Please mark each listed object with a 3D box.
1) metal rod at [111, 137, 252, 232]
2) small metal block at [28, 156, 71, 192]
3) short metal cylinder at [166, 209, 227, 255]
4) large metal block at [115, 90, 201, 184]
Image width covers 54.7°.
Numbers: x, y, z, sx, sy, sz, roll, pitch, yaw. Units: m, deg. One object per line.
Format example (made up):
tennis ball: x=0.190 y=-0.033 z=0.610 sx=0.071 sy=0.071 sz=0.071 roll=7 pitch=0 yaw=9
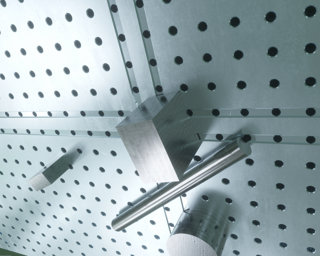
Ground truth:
metal rod: x=0.012 y=0.098 z=0.463 sx=0.025 sy=0.025 sz=0.299 roll=46 pitch=129 yaw=-4
small metal block: x=-0.195 y=0.081 z=0.545 sx=0.050 sy=0.050 sz=0.025 roll=-27 pitch=104 yaw=37
short metal cylinder: x=0.057 y=0.172 z=0.470 sx=0.080 sy=0.050 sz=0.079 roll=13 pitch=124 yaw=20
large metal block: x=0.002 y=0.010 z=0.380 sx=0.050 sy=0.080 sz=0.080 roll=-11 pitch=113 yaw=32
